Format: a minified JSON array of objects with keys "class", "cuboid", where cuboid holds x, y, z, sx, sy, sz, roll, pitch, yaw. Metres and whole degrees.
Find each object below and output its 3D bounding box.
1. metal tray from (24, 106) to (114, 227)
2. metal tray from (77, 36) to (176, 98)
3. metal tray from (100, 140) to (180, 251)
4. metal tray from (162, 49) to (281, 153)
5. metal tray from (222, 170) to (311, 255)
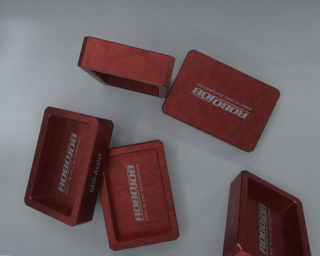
[{"class":"metal tray","cuboid":[-0.115,0.044,0.387,0.090,0.030,0.129,13,90,28]},{"class":"metal tray","cuboid":[-0.032,-0.064,0.358,0.091,0.130,0.030,13,90,0]},{"class":"metal tray","cuboid":[-0.030,0.086,0.408,0.091,0.030,0.129,-10,90,-1]},{"class":"metal tray","cuboid":[0.078,-0.035,0.410,0.131,0.030,0.090,25,90,-1]},{"class":"metal tray","cuboid":[0.125,0.116,0.363,0.090,0.130,0.030,29,123,0]}]
